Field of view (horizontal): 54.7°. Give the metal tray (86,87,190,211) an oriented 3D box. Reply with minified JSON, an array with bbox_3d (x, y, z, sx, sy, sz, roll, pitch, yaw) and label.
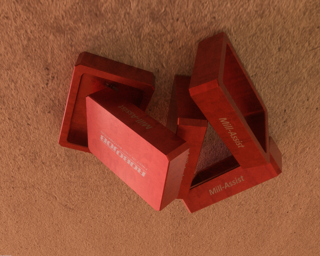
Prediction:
[{"bbox_3d":[-0.032,0.022,0.353,0.130,0.030,0.089,36,137,28],"label":"metal tray"}]

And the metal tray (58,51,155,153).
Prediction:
[{"bbox_3d":[-0.069,-0.021,0.387,0.091,0.030,0.129,15,128,-13],"label":"metal tray"}]

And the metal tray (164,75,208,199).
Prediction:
[{"bbox_3d":[0.025,0.013,0.378,0.030,0.090,0.129,5,131,-5],"label":"metal tray"}]

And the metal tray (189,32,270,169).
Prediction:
[{"bbox_3d":[0.082,-0.027,0.341,0.030,0.090,0.130,-17,130,32],"label":"metal tray"}]

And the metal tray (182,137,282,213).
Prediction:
[{"bbox_3d":[0.097,0.062,0.420,0.130,0.090,0.030,-31,89,23],"label":"metal tray"}]
